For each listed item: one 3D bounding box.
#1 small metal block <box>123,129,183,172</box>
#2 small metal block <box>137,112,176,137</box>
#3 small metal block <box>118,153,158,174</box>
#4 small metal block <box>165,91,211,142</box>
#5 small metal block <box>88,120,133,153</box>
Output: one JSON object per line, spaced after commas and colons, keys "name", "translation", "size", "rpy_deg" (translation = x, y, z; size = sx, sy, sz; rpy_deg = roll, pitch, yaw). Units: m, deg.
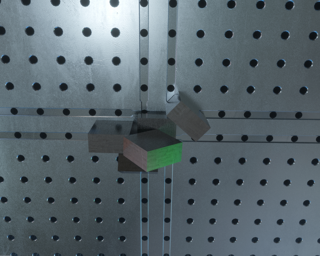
{"name": "small metal block", "translation": [-0.009, 0.025, 0.372], "size": [0.050, 0.050, 0.025], "rpy_deg": [-13, 115, -35]}
{"name": "small metal block", "translation": [-0.005, 0.007, 0.416], "size": [0.050, 0.025, 0.050], "rpy_deg": [1, 110, -2]}
{"name": "small metal block", "translation": [-0.028, 0.047, 0.415], "size": [0.050, 0.050, 0.025], "rpy_deg": [1, 79, 0]}
{"name": "small metal block", "translation": [0.034, -0.016, 0.394], "size": [0.050, 0.050, 0.025], "rpy_deg": [41, 104, -14]}
{"name": "small metal block", "translation": [-0.062, 0.011, 0.403], "size": [0.050, 0.050, 0.025], "rpy_deg": [2, 111, 0]}
